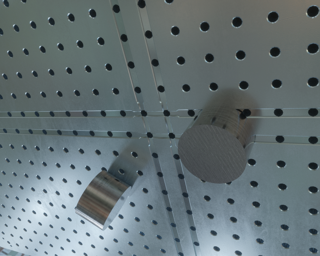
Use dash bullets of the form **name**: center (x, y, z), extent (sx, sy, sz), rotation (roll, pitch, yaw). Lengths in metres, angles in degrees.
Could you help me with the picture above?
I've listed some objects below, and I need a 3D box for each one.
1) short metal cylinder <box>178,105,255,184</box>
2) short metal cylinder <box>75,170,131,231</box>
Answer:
- **short metal cylinder**: center (0.068, 0.019, 0.371), extent (0.080, 0.050, 0.079), rotation (13, 124, 21)
- **short metal cylinder**: center (-0.089, 0.115, 0.494), extent (0.050, 0.080, 0.079), rotation (30, 128, 9)
